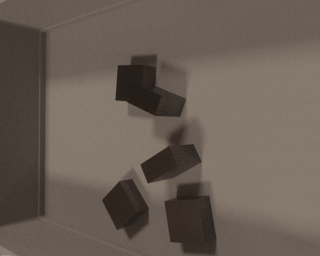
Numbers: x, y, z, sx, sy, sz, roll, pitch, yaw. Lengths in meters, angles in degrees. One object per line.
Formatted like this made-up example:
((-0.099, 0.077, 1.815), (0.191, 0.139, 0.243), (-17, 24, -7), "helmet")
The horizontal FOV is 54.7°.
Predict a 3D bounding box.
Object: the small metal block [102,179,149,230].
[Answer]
((-0.051, 0.110, 0.447), (0.050, 0.025, 0.050), (-48, 62, 29), "small metal block")

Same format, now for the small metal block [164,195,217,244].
((0.036, 0.110, 0.375), (0.050, 0.025, 0.050), (-14, 81, 38), "small metal block")

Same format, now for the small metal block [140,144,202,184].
((0.014, 0.043, 0.378), (0.050, 0.050, 0.025), (-35, 68, 34), "small metal block")

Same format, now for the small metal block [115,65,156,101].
((-0.034, -0.061, 0.433), (0.050, 0.025, 0.050), (8, 95, 39), "small metal block")

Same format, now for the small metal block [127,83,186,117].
((-0.004, -0.035, 0.392), (0.050, 0.050, 0.025), (27, 107, 36), "small metal block")
